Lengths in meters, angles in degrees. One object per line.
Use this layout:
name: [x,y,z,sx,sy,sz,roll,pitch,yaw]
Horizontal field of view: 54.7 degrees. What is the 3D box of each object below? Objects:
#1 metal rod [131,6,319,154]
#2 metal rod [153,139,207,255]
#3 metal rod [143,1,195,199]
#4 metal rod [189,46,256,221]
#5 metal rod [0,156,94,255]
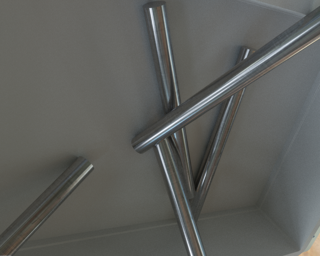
metal rod: [0.075,-0.048,0.330,0.025,0.025,0.299,25,134,-38]
metal rod: [0.045,0.155,0.425,0.025,0.025,0.298,-18,91,-18]
metal rod: [0.020,-0.012,0.413,0.025,0.025,0.298,-23,127,-15]
metal rod: [0.087,0.025,0.473,0.025,0.025,0.298,0,119,-29]
metal rod: [-0.177,0.142,0.312,0.301,0.025,0.025,-49,136,-31]
